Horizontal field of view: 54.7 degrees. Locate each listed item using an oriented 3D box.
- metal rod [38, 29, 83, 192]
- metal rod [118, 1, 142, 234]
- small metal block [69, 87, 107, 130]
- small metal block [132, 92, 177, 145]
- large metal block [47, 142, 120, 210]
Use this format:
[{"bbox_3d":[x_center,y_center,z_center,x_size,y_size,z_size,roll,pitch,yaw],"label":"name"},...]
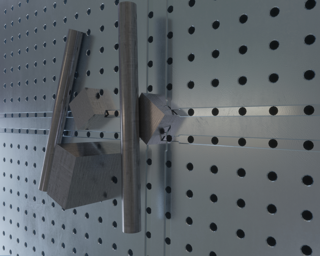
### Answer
[{"bbox_3d":[-0.181,-0.025,0.558,0.025,0.025,0.298,24,105,37],"label":"metal rod"},{"bbox_3d":[-0.040,-0.014,0.409,0.025,0.025,0.298,-2,89,40],"label":"metal rod"},{"bbox_3d":[-0.119,-0.031,0.508,0.050,0.025,0.050,-37,68,34],"label":"small metal block"},{"bbox_3d":[-0.013,-0.013,0.420,0.050,0.025,0.050,46,117,30],"label":"small metal block"},{"bbox_3d":[-0.115,0.068,0.468,0.050,0.081,0.079,24,105,37],"label":"large metal block"}]
